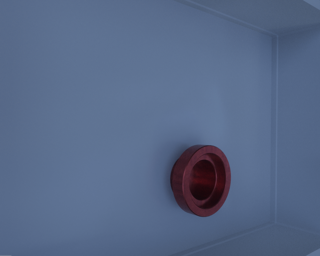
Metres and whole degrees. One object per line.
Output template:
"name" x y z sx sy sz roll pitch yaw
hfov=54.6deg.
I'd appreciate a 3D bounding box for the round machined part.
"round machined part" 0.053 0.072 0.439 0.099 0.042 0.097 0 90 -40
